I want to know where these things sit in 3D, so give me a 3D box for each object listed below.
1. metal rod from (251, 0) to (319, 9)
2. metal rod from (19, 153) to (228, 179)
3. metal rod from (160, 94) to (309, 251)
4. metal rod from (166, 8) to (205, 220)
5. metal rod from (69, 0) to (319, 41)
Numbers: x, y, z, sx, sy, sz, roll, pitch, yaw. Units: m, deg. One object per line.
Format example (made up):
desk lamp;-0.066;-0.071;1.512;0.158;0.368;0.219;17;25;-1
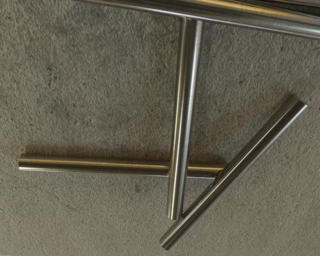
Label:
metal rod;0.054;-0.137;0.291;0.302;0.025;0.025;4;130;-4
metal rod;-0.048;0.057;0.454;0.302;0.025;0.025;3;130;-3
metal rod;0.091;0.076;0.439;0.025;0.025;0.298;27;115;-21
metal rod;0.028;0.007;0.391;0.025;0.025;0.298;2;124;-2
metal rod;0.058;-0.110;0.291;0.302;0.025;0.025;4;130;-13
